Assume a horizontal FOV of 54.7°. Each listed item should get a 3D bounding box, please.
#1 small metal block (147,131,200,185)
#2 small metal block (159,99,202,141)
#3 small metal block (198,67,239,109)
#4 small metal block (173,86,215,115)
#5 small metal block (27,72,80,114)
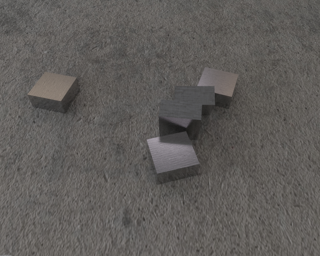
[{"bbox_3d":[0.015,0.035,0.373,0.050,0.025,0.050,-12,51,-10],"label":"small metal block"},{"bbox_3d":[0.025,-0.009,0.393,0.050,0.050,0.025,5,59,4],"label":"small metal block"},{"bbox_3d":[0.083,-0.059,0.453,0.050,0.025,0.050,15,52,12],"label":"small metal block"},{"bbox_3d":[0.044,-0.035,0.413,0.050,0.050,0.025,0,77,0],"label":"small metal block"},{"bbox_3d":[-0.151,-0.051,0.445,0.050,0.025,0.050,12,51,9],"label":"small metal block"}]
